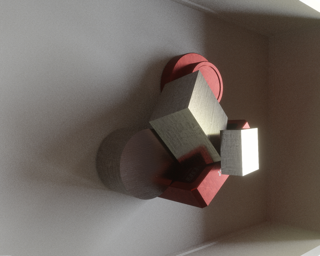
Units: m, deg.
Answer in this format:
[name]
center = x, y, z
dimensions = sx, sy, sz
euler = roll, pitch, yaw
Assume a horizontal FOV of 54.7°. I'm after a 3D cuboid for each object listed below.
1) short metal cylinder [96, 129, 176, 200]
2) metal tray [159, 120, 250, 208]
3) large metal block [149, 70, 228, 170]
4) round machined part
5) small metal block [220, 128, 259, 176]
[short metal cylinder]
center = -0.027, 0.040, 0.367
dimensions = 0.081, 0.050, 0.079
euler = 0, 90, -40
[metal tray]
center = 0.054, 0.040, 0.409
dimensions = 0.131, 0.090, 0.030
euler = -46, 117, -31
[large metal block]
center = 0.039, -0.010, 0.376
dimensions = 0.080, 0.050, 0.080
euler = 54, 34, -27
[round machined part]
center = 0.051, -0.058, 0.438
dimensions = 0.099, 0.042, 0.097
euler = 0, 90, -40
[small metal block]
center = 0.093, 0.026, 0.361
dimensions = 0.050, 0.025, 0.050
euler = -4, 92, -53
